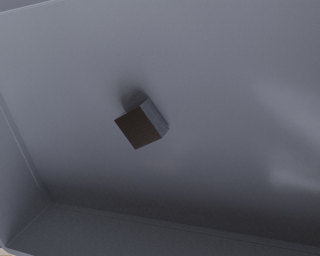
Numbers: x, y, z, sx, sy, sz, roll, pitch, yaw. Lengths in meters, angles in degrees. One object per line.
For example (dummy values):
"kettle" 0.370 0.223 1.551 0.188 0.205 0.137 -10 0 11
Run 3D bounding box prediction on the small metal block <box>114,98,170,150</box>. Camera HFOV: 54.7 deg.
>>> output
"small metal block" -0.024 -0.005 0.413 0.050 0.025 0.050 -26 105 36
